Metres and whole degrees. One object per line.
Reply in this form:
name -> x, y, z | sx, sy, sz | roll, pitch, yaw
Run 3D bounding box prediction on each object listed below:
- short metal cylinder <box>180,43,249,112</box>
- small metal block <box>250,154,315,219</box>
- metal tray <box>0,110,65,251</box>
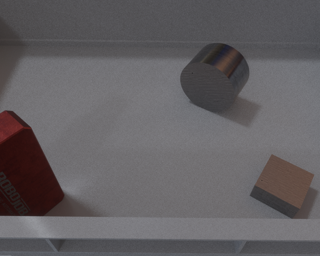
short metal cylinder -> 0.076, -0.069, 0.429 | 0.080, 0.080, 0.050 | 26, 55, 20
small metal block -> 0.138, 0.065, 0.352 | 0.050, 0.025, 0.050 | 28, 55, 21
metal tray -> -0.148, 0.056, 0.288 | 0.030, 0.129, 0.090 | 35, 58, 25
